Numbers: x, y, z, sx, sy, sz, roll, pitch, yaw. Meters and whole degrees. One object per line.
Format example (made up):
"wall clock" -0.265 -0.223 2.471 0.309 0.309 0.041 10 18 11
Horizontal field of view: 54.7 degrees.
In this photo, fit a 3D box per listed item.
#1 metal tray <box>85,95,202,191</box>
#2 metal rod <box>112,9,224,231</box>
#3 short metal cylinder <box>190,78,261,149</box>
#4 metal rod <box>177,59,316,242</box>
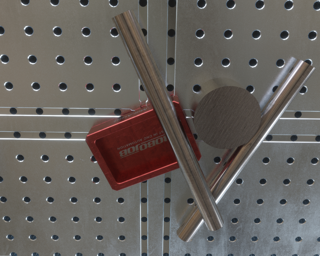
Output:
"metal tray" -0.021 0.022 0.418 0.130 0.030 0.090 -22 109 7
"metal rod" 0.018 0.005 0.382 0.025 0.025 0.299 -22 109 8
"short metal cylinder" 0.081 -0.020 0.393 0.081 0.050 0.079 0 110 0
"metal rod" 0.109 0.043 0.429 0.025 0.025 0.298 28 108 -10
